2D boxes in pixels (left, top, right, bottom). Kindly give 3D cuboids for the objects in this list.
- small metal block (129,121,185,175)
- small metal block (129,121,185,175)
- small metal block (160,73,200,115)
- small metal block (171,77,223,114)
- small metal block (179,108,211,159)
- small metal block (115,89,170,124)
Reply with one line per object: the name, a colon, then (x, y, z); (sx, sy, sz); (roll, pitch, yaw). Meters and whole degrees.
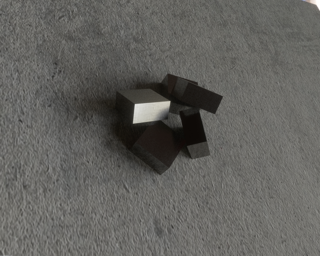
small metal block: (-0.002, 0.023, 0.392); (0.050, 0.025, 0.050); (38, 51, -2)
small metal block: (-0.002, 0.022, 0.392); (0.050, 0.025, 0.050); (39, 51, -3)
small metal block: (0.029, -0.046, 0.451); (0.050, 0.025, 0.050); (13, 56, -22)
small metal block: (0.047, -0.044, 0.410); (0.050, 0.025, 0.050); (20, 11, -17)
small metal block: (0.047, 0.008, 0.408); (0.025, 0.050, 0.050); (-14, 63, 8)
small metal block: (-0.023, -0.029, 0.396); (0.050, 0.025, 0.050); (-8, 28, -32)
